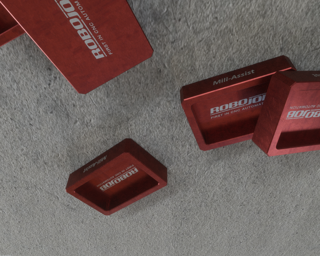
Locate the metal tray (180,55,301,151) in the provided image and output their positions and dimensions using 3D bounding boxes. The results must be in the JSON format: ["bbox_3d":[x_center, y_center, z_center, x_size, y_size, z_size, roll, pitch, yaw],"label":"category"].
[{"bbox_3d":[0.100,-0.026,0.382,0.130,0.030,0.090,-16,129,13],"label":"metal tray"}]

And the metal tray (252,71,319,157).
[{"bbox_3d":[0.177,-0.018,0.354,0.131,0.030,0.089,-5,122,-21],"label":"metal tray"}]

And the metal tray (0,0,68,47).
[{"bbox_3d":[-0.158,-0.147,0.276,0.090,0.030,0.130,-21,127,17],"label":"metal tray"}]

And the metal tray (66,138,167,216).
[{"bbox_3d":[-0.065,0.078,0.469,0.130,0.030,0.090,-32,124,24],"label":"metal tray"}]

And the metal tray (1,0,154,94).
[{"bbox_3d":[-0.074,-0.103,0.290,0.090,0.030,0.130,-29,134,4],"label":"metal tray"}]
